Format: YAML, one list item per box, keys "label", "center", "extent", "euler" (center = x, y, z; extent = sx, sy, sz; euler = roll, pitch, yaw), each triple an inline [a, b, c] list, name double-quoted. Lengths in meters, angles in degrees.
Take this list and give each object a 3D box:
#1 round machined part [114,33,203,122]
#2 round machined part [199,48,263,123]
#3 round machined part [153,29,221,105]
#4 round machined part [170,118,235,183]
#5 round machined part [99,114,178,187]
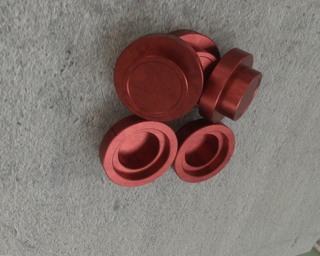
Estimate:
- label: "round machined part"
  center: [-0.003, -0.050, 0.336]
  extent: [0.099, 0.042, 0.097]
  euler: [3, 117, 7]
- label: "round machined part"
  center: [0.094, -0.048, 0.393]
  extent: [0.098, 0.042, 0.097]
  euler: [-46, 155, -28]
- label: "round machined part"
  center: [0.034, -0.066, 0.376]
  extent: [0.099, 0.042, 0.097]
  euler: [-14, 125, -21]
- label: "round machined part"
  center: [0.055, 0.027, 0.446]
  extent: [0.099, 0.042, 0.097]
  euler: [-14, 125, -21]
- label: "round machined part"
  center: [-0.030, 0.024, 0.397]
  extent: [0.099, 0.042, 0.097]
  euler: [-14, 125, -21]
